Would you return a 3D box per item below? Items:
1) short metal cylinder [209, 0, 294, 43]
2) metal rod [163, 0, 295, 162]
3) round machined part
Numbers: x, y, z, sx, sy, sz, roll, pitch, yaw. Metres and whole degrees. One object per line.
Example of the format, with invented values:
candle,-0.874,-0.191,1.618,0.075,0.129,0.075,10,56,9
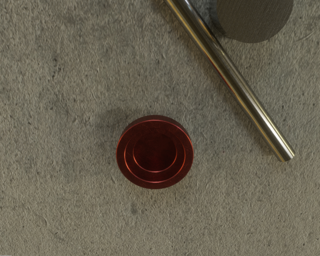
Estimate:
short metal cylinder,0.099,-0.138,0.347,0.081,0.050,0.079,0,110,-1
metal rod,0.082,-0.072,0.384,0.025,0.025,0.300,-36,107,12
round machined part,-0.007,0.029,0.411,0.099,0.042,0.097,0,110,-1
